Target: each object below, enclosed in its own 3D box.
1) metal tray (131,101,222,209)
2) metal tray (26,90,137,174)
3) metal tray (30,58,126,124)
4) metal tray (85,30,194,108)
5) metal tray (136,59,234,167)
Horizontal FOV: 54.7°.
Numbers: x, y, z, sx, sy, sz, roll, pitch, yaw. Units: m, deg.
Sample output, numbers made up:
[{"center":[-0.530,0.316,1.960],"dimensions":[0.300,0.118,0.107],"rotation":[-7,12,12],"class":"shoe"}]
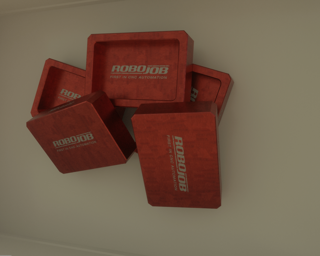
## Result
[{"center":[0.024,0.035,0.363],"dimensions":[0.090,0.030,0.129],"rotation":[-2,118,14],"class":"metal tray"},{"center":[-0.104,0.010,0.405],"dimensions":[0.130,0.030,0.090],"rotation":[-13,115,34],"class":"metal tray"},{"center":[-0.115,-0.038,0.444],"dimensions":[0.130,0.030,0.089],"rotation":[21,97,18],"class":"metal tray"},{"center":[-0.027,-0.070,0.383],"dimensions":[0.130,0.030,0.089],"rotation":[4,91,19],"class":"metal tray"},{"center":[0.029,-0.016,0.395],"dimensions":[0.090,0.030,0.129],"rotation":[20,97,18],"class":"metal tray"}]
